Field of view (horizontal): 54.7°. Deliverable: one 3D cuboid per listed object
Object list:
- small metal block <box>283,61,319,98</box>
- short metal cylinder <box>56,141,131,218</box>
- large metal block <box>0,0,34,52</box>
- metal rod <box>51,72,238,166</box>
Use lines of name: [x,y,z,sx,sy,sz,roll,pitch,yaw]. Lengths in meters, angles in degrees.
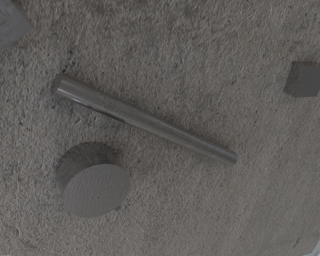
small metal block: [0.228,-0.076,0.484,0.050,0.025,0.050,-5,121,-26]
short metal cylinder: [-0.083,0.064,0.385,0.081,0.050,0.079,-14,124,-21]
large metal block: [-0.152,-0.083,0.237,0.080,0.080,0.050,-37,129,-3]
metal rod: [0.004,0.001,0.410,0.302,0.025,0.025,23,106,-37]
